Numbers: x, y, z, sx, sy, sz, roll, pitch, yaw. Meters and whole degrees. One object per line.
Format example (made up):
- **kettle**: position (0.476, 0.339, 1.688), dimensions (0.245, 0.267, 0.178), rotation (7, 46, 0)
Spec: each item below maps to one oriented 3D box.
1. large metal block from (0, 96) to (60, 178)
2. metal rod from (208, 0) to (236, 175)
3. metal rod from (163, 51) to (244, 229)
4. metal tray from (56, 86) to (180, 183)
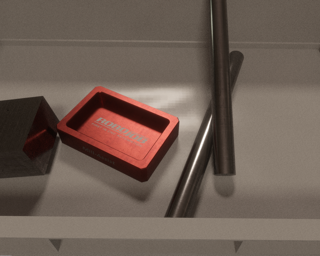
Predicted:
- **large metal block**: position (-0.176, 0.012, 0.368), dimensions (0.080, 0.050, 0.080), rotation (-5, 50, 8)
- **metal rod**: position (0.078, -0.089, 0.402), dimensions (0.025, 0.025, 0.299), rotation (1, 75, 0)
- **metal rod**: position (0.070, -0.008, 0.412), dimensions (0.025, 0.025, 0.301), rotation (17, 52, 13)
- **metal tray**: position (-0.052, 0.003, 0.398), dimensions (0.130, 0.030, 0.090), rotation (23, 53, 18)
